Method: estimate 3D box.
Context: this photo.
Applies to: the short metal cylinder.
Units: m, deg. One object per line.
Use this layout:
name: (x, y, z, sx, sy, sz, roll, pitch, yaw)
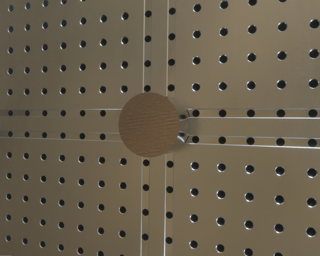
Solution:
short metal cylinder: (-0.006, -0.004, 0.402, 0.080, 0.050, 0.080, 0, 90, 20)
